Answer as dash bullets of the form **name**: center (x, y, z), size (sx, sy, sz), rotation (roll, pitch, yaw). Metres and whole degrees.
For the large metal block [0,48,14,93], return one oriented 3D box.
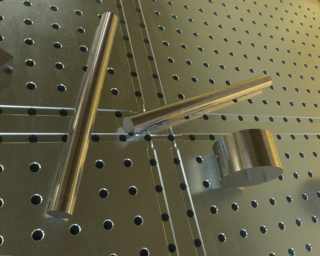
- **large metal block**: center (-0.212, -0.059, 0.314), size (0.080, 0.050, 0.080), rotation (36, 51, -5)

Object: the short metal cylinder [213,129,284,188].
- **short metal cylinder**: center (0.114, 0.042, 0.409), size (0.081, 0.080, 0.050), rotation (7, 59, -25)

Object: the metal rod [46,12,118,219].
- **metal rod**: center (-0.087, -0.040, 0.385), size (0.025, 0.025, 0.300), rotation (18, 55, -18)

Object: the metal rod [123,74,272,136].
- **metal rod**: center (0.077, -0.044, 0.475), size (0.302, 0.025, 0.025), rotation (-20, 73, -36)
